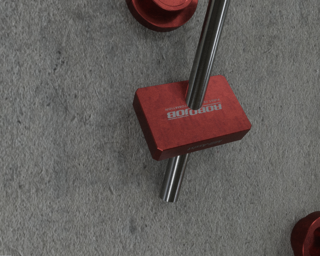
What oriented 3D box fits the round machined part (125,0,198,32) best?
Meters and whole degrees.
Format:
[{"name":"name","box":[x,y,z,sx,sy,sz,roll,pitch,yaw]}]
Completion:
[{"name":"round machined part","box":[0.007,-0.179,0.403,0.099,0.042,0.097,0,90,-21]}]

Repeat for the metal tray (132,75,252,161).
[{"name":"metal tray","box":[0.040,-0.017,0.400,0.131,0.030,0.090,-12,64,-20]}]

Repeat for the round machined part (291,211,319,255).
[{"name":"round machined part","box":[0.251,0.181,0.495,0.099,0.042,0.097,0,90,-21]}]

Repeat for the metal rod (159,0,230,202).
[{"name":"metal rod","box":[0.047,-0.049,0.395,0.025,0.025,0.298,11,98,-20]}]
